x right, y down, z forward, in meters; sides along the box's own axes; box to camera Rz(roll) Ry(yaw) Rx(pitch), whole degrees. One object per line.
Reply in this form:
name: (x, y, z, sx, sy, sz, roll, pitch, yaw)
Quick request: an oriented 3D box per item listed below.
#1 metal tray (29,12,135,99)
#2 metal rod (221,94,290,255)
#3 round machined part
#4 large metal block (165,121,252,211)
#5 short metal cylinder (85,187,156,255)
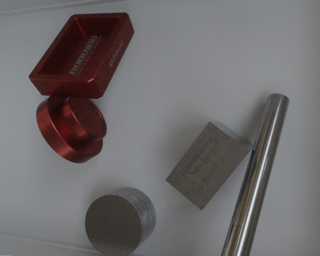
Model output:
metal tray: (-0.097, -0.098, 0.402, 0.090, 0.030, 0.130, 6, 55, 19)
metal rod: (0.083, 0.093, 0.306, 0.025, 0.025, 0.300, 16, 66, 19)
round machined part: (-0.108, -0.006, 0.408, 0.042, 0.098, 0.098, -32, 80, 18)
large metal block: (0.061, 0.040, 0.359, 0.050, 0.080, 0.080, 39, 102, 15)
short metal cylinder: (-0.051, 0.124, 0.414, 0.080, 0.050, 0.079, 0, 90, 19)
